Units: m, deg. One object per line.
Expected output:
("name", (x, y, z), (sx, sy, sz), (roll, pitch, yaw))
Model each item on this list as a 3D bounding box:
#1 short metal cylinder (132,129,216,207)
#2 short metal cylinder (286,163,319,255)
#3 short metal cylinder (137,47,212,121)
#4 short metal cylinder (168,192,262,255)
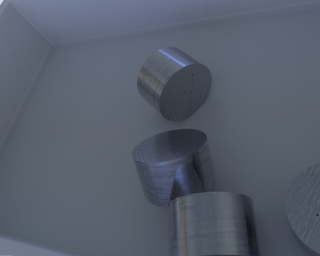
("short metal cylinder", (0.015, 0.040, 0.331), (0.080, 0.050, 0.080), (-13, 19, 5))
("short metal cylinder", (0.153, 0.075, 0.264), (0.080, 0.050, 0.080), (-13, 56, 20))
("short metal cylinder", (0.019, -0.055, 0.394), (0.080, 0.080, 0.050), (-44, 51, -2))
("short metal cylinder", (0.048, 0.095, 0.285), (0.080, 0.080, 0.050), (-13, 59, 21))
